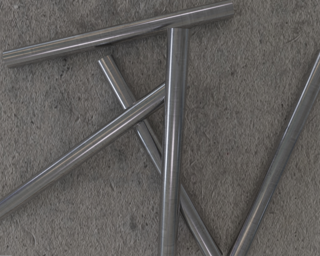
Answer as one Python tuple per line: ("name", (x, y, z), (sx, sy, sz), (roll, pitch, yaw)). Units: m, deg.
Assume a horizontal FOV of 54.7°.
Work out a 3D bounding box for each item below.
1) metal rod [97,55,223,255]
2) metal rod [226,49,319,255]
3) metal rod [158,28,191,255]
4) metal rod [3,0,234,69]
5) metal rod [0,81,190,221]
("metal rod", (0.000, 0.041, 0.409), (0.025, 0.025, 0.299), (-29, 90, 0))
("metal rod", (0.160, 0.038, 0.410), (0.025, 0.025, 0.299), (24, 90, 0))
("metal rod", (0.015, 0.037, 0.372), (0.025, 0.025, 0.298), (2, 105, 0))
("metal rod", (-0.053, -0.124, 0.409), (0.302, 0.025, 0.025), (-13, 90, 0))
("metal rod", (-0.093, 0.026, 0.391), (0.300, 0.025, 0.025), (-35, 90, 7))
